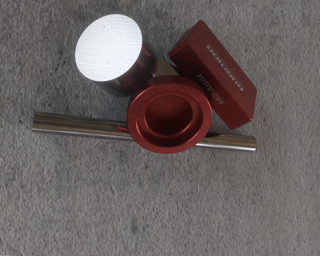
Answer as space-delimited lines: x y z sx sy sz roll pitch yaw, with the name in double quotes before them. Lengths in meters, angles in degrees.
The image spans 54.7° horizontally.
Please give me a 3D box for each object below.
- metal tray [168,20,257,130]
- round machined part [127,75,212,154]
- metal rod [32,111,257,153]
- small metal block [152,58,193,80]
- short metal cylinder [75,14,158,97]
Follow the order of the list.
"metal tray" 0.075 -0.071 0.408 0.130 0.030 0.090 47 37 -14
"round machined part" 0.010 -0.019 0.372 0.099 0.042 0.097 -3 124 -4
"metal rod" -0.005 0.008 0.409 0.302 0.025 0.025 6 88 -20
"small metal block" 0.008 -0.062 0.398 0.050 0.050 0.025 25 82 -19
"short metal cylinder" -0.049 -0.082 0.358 0.080 0.050 0.080 -5 74 18
